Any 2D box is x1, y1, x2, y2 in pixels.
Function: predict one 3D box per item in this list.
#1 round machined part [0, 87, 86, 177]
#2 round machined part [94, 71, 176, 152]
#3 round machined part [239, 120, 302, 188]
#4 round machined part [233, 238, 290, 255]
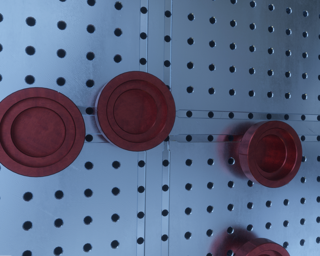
[{"bbox_3d":[-0.138,0.004,0.353,0.099,0.042,0.097,0,90,-21],"label":"round machined part"},{"bbox_3d":[-0.033,-0.020,0.392,0.099,0.042,0.097,0,90,-21],"label":"round machined part"},{"bbox_3d":[0.160,0.038,0.465,0.099,0.042,0.097,0,90,-21],"label":"round machined part"},{"bbox_3d":[0.144,0.211,0.459,0.099,0.042,0.097,0,90,-21],"label":"round machined part"}]
